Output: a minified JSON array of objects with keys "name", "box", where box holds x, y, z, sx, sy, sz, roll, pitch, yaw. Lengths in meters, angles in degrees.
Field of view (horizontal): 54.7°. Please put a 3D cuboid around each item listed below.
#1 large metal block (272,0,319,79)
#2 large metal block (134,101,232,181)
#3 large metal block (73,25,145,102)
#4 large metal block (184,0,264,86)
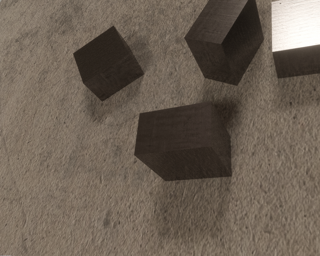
[{"name":"large metal block","box":[0.177,-0.110,0.362,0.080,0.050,0.080,-4,60,25]},{"name":"large metal block","box":[0.029,0.019,0.341,0.080,0.080,0.050,-9,58,23]},{"name":"large metal block","box":[-0.083,-0.103,0.492,0.080,0.050,0.080,-32,52,7]},{"name":"large metal block","box":[0.085,-0.114,0.393,0.050,0.080,0.080,22,73,36]}]
